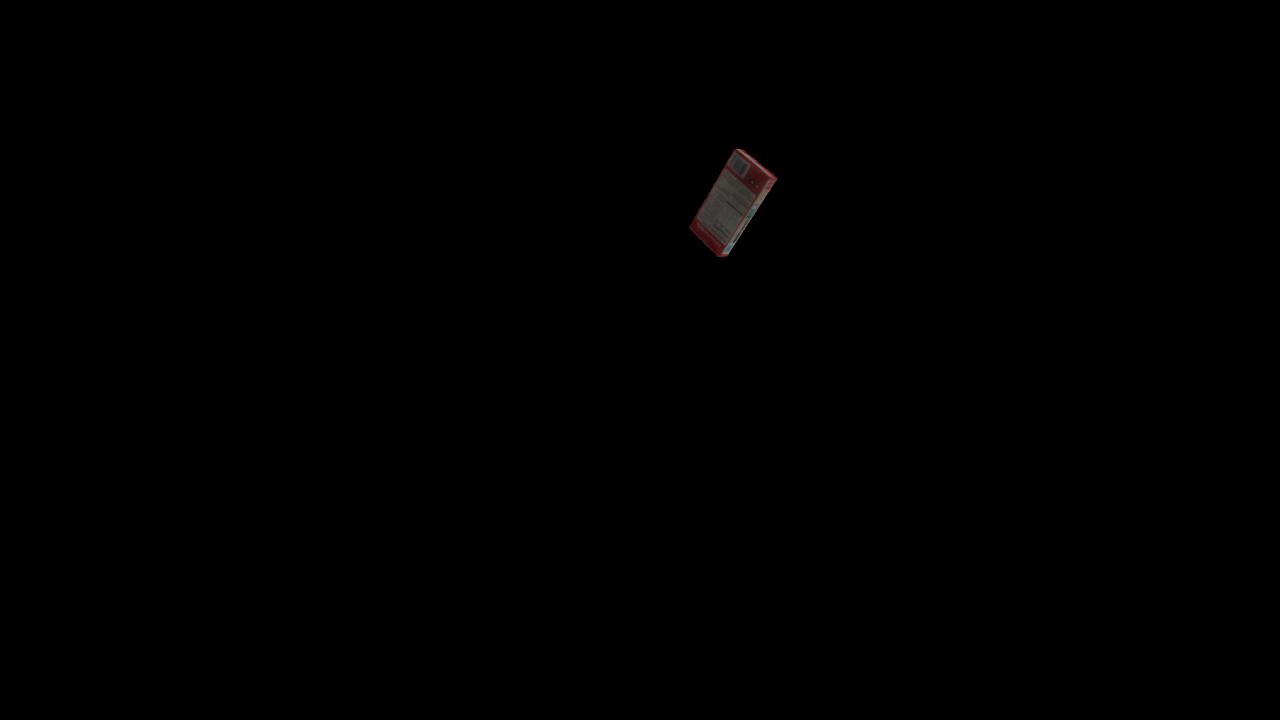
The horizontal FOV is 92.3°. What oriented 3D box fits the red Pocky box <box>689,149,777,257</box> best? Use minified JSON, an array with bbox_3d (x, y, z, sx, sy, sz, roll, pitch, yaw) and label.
[{"bbox_3d":[0.148,-0.253,0.997,0.028,0.083,0.155,-15,-34,-46],"label":"red Pocky box"}]
